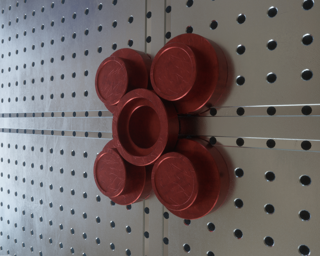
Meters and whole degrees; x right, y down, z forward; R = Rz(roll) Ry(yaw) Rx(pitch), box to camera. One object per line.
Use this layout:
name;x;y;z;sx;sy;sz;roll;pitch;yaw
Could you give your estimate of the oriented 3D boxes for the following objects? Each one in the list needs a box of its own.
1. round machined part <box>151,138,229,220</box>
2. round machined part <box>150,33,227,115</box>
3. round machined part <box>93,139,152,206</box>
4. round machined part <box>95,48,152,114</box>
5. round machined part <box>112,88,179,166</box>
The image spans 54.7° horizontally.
round machined part;0.028;0.061;0.372;0.098;0.042;0.097;0;90;39
round machined part;0.027;-0.065;0.374;0.098;0.042;0.097;0;90;39
round machined part;-0.058;0.062;0.444;0.098;0.042;0.097;0;90;39
round machined part;-0.055;-0.065;0.440;0.098;0.042;0.097;0;90;39
round machined part;-0.014;-0.001;0.406;0.098;0.042;0.097;0;90;39
